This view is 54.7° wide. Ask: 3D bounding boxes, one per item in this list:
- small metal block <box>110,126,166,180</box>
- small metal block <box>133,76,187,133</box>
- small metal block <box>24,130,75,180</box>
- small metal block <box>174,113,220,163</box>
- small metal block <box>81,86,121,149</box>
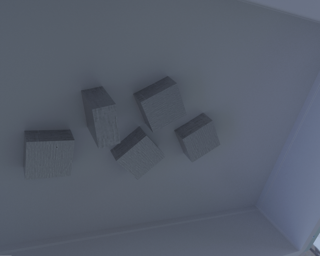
[{"bbox_3d":[-0.029,0.034,0.416,0.050,0.025,0.050,-40,130,-1],"label":"small metal block"},{"bbox_3d":[0.001,-0.030,0.392,0.050,0.025,0.050,-29,129,-10],"label":"small metal block"},{"bbox_3d":[-0.129,0.030,0.358,0.050,0.025,0.050,-1,119,-28],"label":"small metal block"},{"bbox_3d":[0.055,0.014,0.449,0.050,0.025,0.050,-32,129,-8],"label":"small metal block"},{"bbox_3d":[-0.067,-0.013,0.349,0.025,0.050,0.050,-15,125,-20],"label":"small metal block"}]
